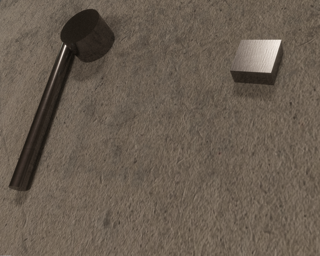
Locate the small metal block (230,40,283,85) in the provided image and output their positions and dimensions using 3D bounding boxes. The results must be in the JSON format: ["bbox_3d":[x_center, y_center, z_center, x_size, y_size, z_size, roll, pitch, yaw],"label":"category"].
[{"bbox_3d":[0.122,-0.084,0.390,0.050,0.025,0.050,10,67,32],"label":"small metal block"}]

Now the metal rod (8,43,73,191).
[{"bbox_3d":[-0.191,-0.041,0.526,0.025,0.025,0.299,-6,59,25],"label":"metal rod"}]

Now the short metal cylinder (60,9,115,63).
[{"bbox_3d":[-0.129,-0.165,0.554,0.080,0.050,0.080,-13,56,20],"label":"short metal cylinder"}]
